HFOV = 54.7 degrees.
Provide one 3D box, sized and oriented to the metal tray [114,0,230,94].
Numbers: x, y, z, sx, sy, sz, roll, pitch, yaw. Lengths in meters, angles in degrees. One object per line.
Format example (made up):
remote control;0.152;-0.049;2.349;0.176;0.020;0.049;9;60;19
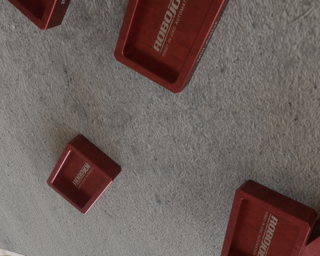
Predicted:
metal tray;0.010;-0.112;0.328;0.090;0.030;0.129;31;128;8

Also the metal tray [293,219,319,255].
metal tray;0.226;0.155;0.380;0.090;0.030;0.129;33;129;6

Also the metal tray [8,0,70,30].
metal tray;-0.139;-0.193;0.357;0.090;0.030;0.129;41;129;-1

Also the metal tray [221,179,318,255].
metal tray;0.133;0.141;0.396;0.090;0.030;0.129;24;122;33

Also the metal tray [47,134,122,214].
metal tray;-0.131;0.081;0.523;0.090;0.030;0.129;40;129;0
